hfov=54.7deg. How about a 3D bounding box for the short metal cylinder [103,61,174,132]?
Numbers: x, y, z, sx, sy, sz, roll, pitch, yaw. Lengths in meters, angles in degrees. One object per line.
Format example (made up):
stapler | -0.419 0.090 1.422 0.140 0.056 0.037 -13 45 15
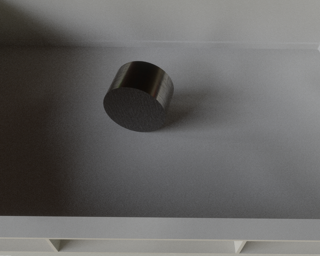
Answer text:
short metal cylinder | -0.026 -0.039 0.402 0.080 0.080 0.050 10 51 8
